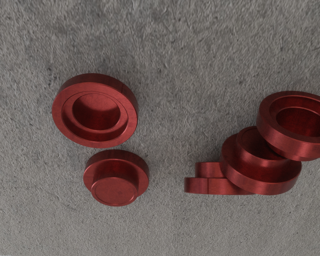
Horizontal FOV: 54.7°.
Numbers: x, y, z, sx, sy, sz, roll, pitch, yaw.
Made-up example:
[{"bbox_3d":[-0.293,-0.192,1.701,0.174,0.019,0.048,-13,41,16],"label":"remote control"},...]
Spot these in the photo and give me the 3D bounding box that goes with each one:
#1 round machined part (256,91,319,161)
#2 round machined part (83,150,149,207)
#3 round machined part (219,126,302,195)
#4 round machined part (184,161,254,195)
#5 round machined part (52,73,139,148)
[{"bbox_3d":[0.162,0.001,0.362,0.099,0.098,0.042,0,130,0],"label":"round machined part"},{"bbox_3d":[-0.066,0.081,0.464,0.099,0.042,0.097,0,130,0],"label":"round machined part"},{"bbox_3d":[0.127,0.033,0.389,0.099,0.098,0.042,2,127,-2],"label":"round machined part"},{"bbox_3d":[0.083,0.070,0.435,0.099,0.042,0.098,1,171,0],"label":"round machined part"},{"bbox_3d":[-0.075,-0.025,0.374,0.099,0.042,0.097,0,130,0],"label":"round machined part"}]
